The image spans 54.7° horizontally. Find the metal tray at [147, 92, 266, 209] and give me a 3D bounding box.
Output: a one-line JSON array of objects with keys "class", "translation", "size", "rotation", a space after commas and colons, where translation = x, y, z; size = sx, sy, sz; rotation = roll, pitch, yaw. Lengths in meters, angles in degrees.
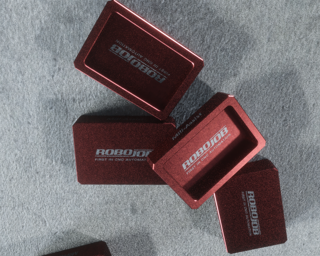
[{"class": "metal tray", "translation": [0.060, 0.029, 0.395], "size": [0.130, 0.030, 0.090], "rotation": [-42, 112, -3]}]

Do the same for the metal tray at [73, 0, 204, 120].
[{"class": "metal tray", "translation": [-0.025, -0.080, 0.377], "size": [0.130, 0.030, 0.090], "rotation": [31, 107, -11]}]

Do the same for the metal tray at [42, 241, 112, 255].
[{"class": "metal tray", "translation": [-0.136, 0.239, 0.493], "size": [0.131, 0.030, 0.089], "rotation": [-16, 110, 5]}]

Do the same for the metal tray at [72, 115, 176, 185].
[{"class": "metal tray", "translation": [-0.046, 0.030, 0.418], "size": [0.131, 0.030, 0.089], "rotation": [0, 110, -1]}]

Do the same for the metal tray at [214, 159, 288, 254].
[{"class": "metal tray", "translation": [0.129, 0.116, 0.452], "size": [0.090, 0.030, 0.129], "rotation": [-13, 110, 4]}]
